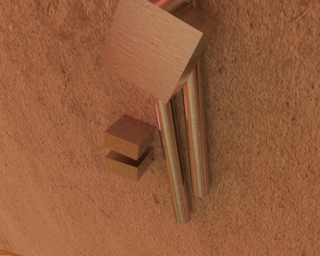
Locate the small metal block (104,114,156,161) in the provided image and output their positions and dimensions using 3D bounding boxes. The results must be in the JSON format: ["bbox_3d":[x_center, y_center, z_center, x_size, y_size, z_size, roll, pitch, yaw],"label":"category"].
[{"bbox_3d":[-0.040,0.011,0.417,0.050,0.050,0.025,21,126,15],"label":"small metal block"}]

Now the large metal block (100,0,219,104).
[{"bbox_3d":[-0.002,-0.084,0.305,0.080,0.050,0.079,33,129,6],"label":"large metal block"}]

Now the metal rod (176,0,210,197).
[{"bbox_3d":[0.038,-0.042,0.359,0.025,0.025,0.298,6,121,25],"label":"metal rod"}]

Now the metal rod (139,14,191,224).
[{"bbox_3d":[0.012,0.007,0.403,0.025,0.025,0.298,4,121,26],"label":"metal rod"}]

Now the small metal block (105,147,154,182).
[{"bbox_3d":[-0.043,0.044,0.439,0.050,0.050,0.025,15,125,19],"label":"small metal block"}]
